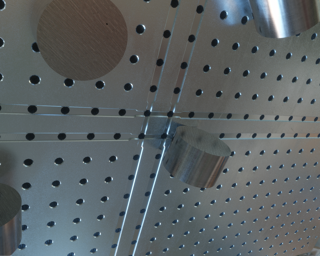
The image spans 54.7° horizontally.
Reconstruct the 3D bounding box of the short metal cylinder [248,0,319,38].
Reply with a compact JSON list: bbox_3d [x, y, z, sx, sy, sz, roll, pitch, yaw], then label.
[{"bbox_3d":[0.147,-0.151,0.362,0.080,0.080,0.050,-37,129,-4],"label":"short metal cylinder"}]

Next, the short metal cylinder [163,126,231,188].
[{"bbox_3d":[0.050,0.038,0.426,0.081,0.080,0.050,9,114,-33],"label":"short metal cylinder"}]

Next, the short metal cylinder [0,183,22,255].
[{"bbox_3d":[-0.193,0.103,0.334,0.081,0.080,0.050,-3,120,-27],"label":"short metal cylinder"}]

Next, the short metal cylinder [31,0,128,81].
[{"bbox_3d":[-0.077,-0.092,0.296,0.081,0.050,0.079,-14,124,-21],"label":"short metal cylinder"}]
